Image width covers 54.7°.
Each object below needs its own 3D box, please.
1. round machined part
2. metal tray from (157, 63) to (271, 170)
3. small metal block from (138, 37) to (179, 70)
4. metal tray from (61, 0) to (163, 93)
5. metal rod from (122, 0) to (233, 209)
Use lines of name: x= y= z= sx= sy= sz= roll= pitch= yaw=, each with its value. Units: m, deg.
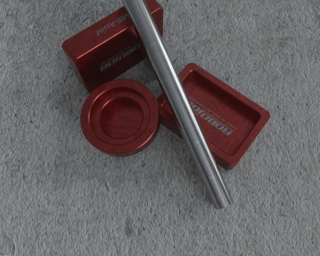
round machined part: x=-0.048 y=-0.010 z=0.400 sx=0.099 sy=0.042 sz=0.098 roll=-2 pitch=73 yaw=5
metal tray: x=0.066 y=-0.017 z=0.414 sx=0.130 sy=0.030 sz=0.090 roll=36 pitch=74 yaw=12
small metal block: x=-0.005 y=-0.101 z=0.428 sx=0.025 sy=0.050 sz=0.050 roll=-42 pitch=90 yaw=-11
metal tray: x=-0.056 y=-0.110 z=0.414 sx=0.131 sy=0.090 sz=0.030 roll=-36 pitch=74 yaw=-12
metal rod: x=0.017 y=-0.043 z=0.369 sx=0.025 sy=0.025 sz=0.299 roll=-25 pitch=94 yaw=-9
